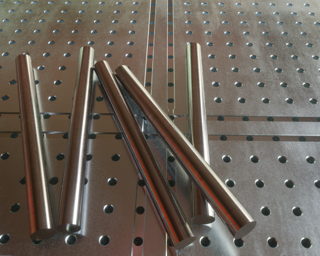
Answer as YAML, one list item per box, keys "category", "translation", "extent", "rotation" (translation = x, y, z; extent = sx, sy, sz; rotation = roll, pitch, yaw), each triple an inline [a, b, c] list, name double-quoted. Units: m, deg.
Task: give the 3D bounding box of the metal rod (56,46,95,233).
- category: "metal rod"
  translation: [-0.107, -0.011, 0.416]
  extent: [0.025, 0.025, 0.300]
  rotation: [-4, 50, -3]

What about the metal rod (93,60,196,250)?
- category: "metal rod"
  translation: [-0.034, 0.010, 0.399]
  extent: [0.025, 0.025, 0.300]
  rotation: [-18, 52, -15]

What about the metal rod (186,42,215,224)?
- category: "metal rod"
  translation: [0.051, -0.018, 0.423]
  extent: [0.025, 0.025, 0.300]
  rotation: [2, 50, 1]

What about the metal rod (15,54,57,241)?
- category: "metal rod"
  translation: [-0.168, 0.000, 0.406]
  extent: [0.025, 0.025, 0.300]
  rotation: [-15, 52, -12]

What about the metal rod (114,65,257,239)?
- category: "metal rod"
  translation: [0.010, 0.004, 0.382]
  extent: [0.025, 0.025, 0.300]
  rotation: [-22, 47, -17]
